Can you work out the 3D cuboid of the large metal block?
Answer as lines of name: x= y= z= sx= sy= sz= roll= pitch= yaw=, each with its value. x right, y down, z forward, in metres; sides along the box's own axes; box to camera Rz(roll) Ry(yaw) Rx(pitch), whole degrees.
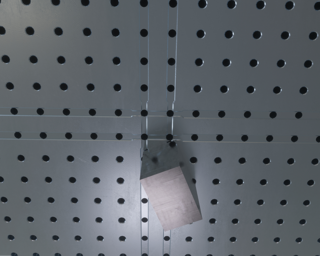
large metal block: x=0.014 y=0.073 z=0.411 sx=0.050 sy=0.080 sz=0.080 roll=-21 pitch=109 yaw=7
